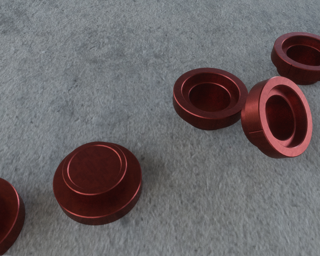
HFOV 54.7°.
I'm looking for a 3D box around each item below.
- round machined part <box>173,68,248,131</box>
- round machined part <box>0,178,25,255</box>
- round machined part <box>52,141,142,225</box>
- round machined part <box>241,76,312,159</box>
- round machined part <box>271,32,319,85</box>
[{"bbox_3d":[0.066,-0.035,0.423,0.099,0.042,0.098,0,50,0],"label":"round machined part"},{"bbox_3d":[-0.195,0.090,0.314,0.099,0.042,0.098,0,50,0],"label":"round machined part"},{"bbox_3d":[-0.070,0.054,0.346,0.099,0.042,0.098,0,50,0],"label":"round machined part"},{"bbox_3d":[0.139,-0.011,0.382,0.099,0.042,0.098,7,77,-31],"label":"round machined part"},{"bbox_3d":[0.223,-0.104,0.483,0.099,0.042,0.098,0,50,0],"label":"round machined part"}]
